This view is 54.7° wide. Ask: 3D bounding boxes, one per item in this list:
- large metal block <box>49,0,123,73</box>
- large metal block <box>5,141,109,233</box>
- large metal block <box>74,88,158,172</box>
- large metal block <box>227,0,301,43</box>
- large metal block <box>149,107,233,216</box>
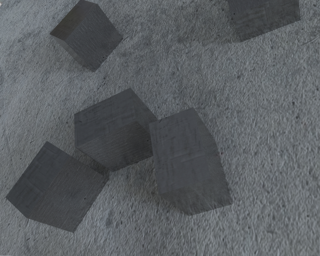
[{"bbox_3d":[-0.123,-0.157,0.530,0.050,0.080,0.080,31,79,38],"label":"large metal block"},{"bbox_3d":[-0.125,0.075,0.388,0.050,0.080,0.080,23,74,36],"label":"large metal block"},{"bbox_3d":[-0.049,0.006,0.391,0.080,0.080,0.050,-23,53,14],"label":"large metal block"},{"bbox_3d":[0.136,-0.176,0.425,0.080,0.050,0.080,-18,55,18],"label":"large metal block"},{"bbox_3d":[0.033,0.038,0.328,0.050,0.080,0.080,-21,54,16],"label":"large metal block"}]
